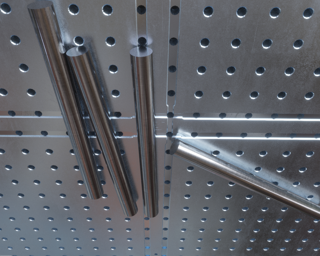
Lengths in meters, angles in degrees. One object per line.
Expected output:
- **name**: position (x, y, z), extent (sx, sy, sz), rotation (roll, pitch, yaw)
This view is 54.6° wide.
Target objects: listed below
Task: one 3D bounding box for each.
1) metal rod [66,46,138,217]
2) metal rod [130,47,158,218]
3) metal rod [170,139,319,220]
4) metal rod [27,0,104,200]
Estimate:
- **metal rod**: position (-0.070, 0.028, 0.434), extent (0.025, 0.025, 0.299), rotation (-6, 130, 5)
- **metal rod**: position (-0.018, 0.030, 0.436), extent (0.025, 0.025, 0.298), rotation (-1, 130, 1)
- **metal rod**: position (0.148, 0.087, 0.485), extent (0.301, 0.025, 0.025), rotation (25, 126, -20)
- **metal rod**: position (-0.111, -0.008, 0.403), extent (0.025, 0.025, 0.298), rotation (-2, 130, 2)
